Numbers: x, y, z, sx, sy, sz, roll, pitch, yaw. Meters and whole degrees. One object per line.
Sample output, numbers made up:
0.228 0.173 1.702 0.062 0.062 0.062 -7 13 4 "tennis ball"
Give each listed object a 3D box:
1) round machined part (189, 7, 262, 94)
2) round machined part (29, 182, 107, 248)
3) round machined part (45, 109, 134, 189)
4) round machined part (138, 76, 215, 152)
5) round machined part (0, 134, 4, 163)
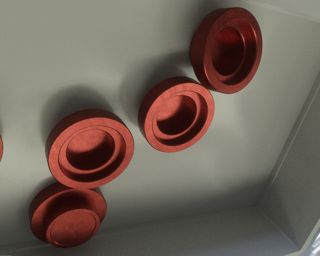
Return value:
0.075 -0.093 0.373 0.099 0.042 0.097 -12 111 -33 "round machined part"
-0.118 0.118 0.408 0.099 0.042 0.097 -14 125 -21 "round machined part"
-0.084 0.021 0.366 0.099 0.042 0.097 -14 125 -21 "round machined part"
0.017 -0.021 0.396 0.099 0.042 0.097 -14 124 -21 "round machined part"
-0.198 0.029 0.290 0.099 0.042 0.097 -28 133 -34 "round machined part"
